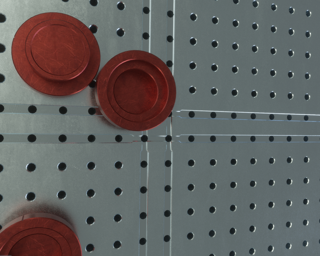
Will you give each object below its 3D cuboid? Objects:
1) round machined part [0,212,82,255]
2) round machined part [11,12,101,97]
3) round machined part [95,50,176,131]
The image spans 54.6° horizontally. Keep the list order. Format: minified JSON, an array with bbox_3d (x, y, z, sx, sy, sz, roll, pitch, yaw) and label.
[{"bbox_3d":[-0.141,0.144,0.352,0.099,0.042,0.097,0,90,-20],"label":"round machined part"},{"bbox_3d":[-0.118,-0.086,0.360,0.099,0.042,0.097,0,90,-20],"label":"round machined part"},{"bbox_3d":[-0.033,-0.045,0.391,0.099,0.042,0.097,0,90,-20],"label":"round machined part"}]
